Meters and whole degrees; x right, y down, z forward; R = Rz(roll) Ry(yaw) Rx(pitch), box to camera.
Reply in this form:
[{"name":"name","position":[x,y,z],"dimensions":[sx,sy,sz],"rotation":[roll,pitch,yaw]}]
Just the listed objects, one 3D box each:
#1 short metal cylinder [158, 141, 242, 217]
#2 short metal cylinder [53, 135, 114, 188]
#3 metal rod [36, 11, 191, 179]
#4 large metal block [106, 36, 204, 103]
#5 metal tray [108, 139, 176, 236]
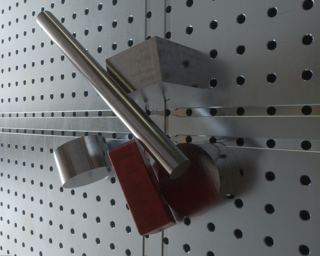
[{"name":"short metal cylinder","position":[0.045,0.056,0.354],"dimensions":[0.080,0.050,0.079],"rotation":[0,90,39]},{"name":"short metal cylinder","position":[-0.112,0.051,0.463],"dimensions":[0.080,0.081,0.050],"rotation":[-35,68,34]},{"name":"metal rod","position":[-0.071,-0.057,0.361],"dimensions":[0.300,0.025,0.025],"rotation":[47,118,29]},{"name":"large metal block","position":[-0.006,-0.065,0.377],"dimensions":[0.080,0.081,0.050],"rotation":[-13,82,39]},{"name":"metal tray","position":[-0.016,0.074,0.358],"dimensions":[0.030,0.130,0.090],"rotation":[-24,71,-2]}]
